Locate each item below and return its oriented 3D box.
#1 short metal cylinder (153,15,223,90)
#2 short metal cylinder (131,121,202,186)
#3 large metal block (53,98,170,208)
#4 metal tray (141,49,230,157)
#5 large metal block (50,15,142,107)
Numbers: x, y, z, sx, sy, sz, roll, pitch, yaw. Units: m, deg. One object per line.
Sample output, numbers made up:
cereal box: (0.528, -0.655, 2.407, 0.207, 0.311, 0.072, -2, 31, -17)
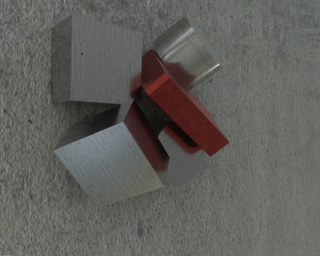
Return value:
short metal cylinder: (0.037, -0.095, 0.394, 0.080, 0.050, 0.080, 46, 22, -24)
short metal cylinder: (0.008, 0.030, 0.398, 0.081, 0.050, 0.080, 0, 90, -40)
large metal block: (-0.046, 0.027, 0.323, 0.080, 0.080, 0.050, 60, 21, -23)
metal tray: (0.027, -0.031, 0.388, 0.030, 0.090, 0.130, -40, 122, 12)
large metal block: (-0.067, -0.065, 0.331, 0.081, 0.050, 0.080, 1, 90, -40)
